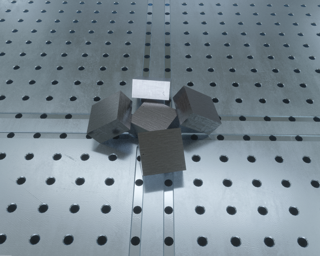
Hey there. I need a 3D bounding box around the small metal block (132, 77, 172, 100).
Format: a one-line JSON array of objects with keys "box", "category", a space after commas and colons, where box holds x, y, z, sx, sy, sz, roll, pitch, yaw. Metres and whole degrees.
[{"box": [-0.010, -0.057, 0.439, 0.050, 0.025, 0.050, 5, 14, 4], "category": "small metal block"}]

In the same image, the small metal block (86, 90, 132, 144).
[{"box": [-0.065, -0.014, 0.404, 0.050, 0.025, 0.050, -24, 45, 25], "category": "small metal block"}]

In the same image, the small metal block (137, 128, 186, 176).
[{"box": [0.001, 0.028, 0.368, 0.050, 0.025, 0.050, -7, 86, -6], "category": "small metal block"}]

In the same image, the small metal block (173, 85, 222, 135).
[{"box": [0.049, -0.023, 0.412, 0.050, 0.025, 0.050, 18, 41, -32], "category": "small metal block"}]

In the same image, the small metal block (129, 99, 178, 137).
[{"box": [-0.008, -0.008, 0.413, 0.050, 0.025, 0.050, 25, 54, 19], "category": "small metal block"}]
